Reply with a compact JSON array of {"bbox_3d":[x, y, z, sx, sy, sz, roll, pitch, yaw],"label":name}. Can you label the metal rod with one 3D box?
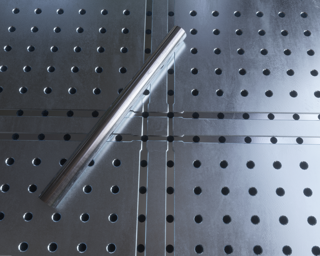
[{"bbox_3d":[-0.055,-0.026,0.421,0.025,0.025,0.300,32,73,11],"label":"metal rod"}]
